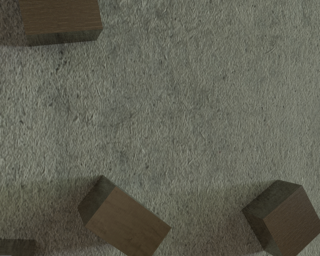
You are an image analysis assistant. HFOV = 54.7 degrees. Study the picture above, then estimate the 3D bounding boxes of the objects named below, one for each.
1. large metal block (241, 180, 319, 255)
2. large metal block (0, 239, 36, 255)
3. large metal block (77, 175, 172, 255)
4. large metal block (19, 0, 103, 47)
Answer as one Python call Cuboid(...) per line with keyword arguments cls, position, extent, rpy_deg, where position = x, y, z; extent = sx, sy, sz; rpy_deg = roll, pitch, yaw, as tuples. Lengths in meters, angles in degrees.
Cuboid(cls="large metal block", position=(0.183, 0.137, 0.464), extent=(0.080, 0.050, 0.080), rpy_deg=(-34, 101, -17))
Cuboid(cls="large metal block", position=(-0.183, 0.166, 0.328), extent=(0.081, 0.050, 0.080), rpy_deg=(10, 87, -20))
Cuboid(cls="large metal block", position=(-0.045, 0.104, 0.363), extent=(0.080, 0.080, 0.050), rpy_deg=(41, 77, -16))
Cuboid(cls="large metal block", position=(-0.116, -0.142, 0.352), extent=(0.081, 0.050, 0.080), rpy_deg=(-12, 94, -20))
